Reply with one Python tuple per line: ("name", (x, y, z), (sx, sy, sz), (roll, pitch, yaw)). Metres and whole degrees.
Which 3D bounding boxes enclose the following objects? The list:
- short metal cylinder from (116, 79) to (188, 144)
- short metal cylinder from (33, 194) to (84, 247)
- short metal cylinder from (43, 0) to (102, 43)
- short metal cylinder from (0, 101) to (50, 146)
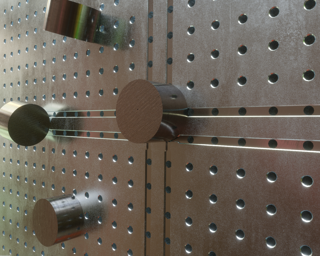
("short metal cylinder", (-0.011, -0.021, 0.403), (0.080, 0.050, 0.079), (0, 90, 40))
("short metal cylinder", (-0.178, 0.159, 0.541), (0.080, 0.050, 0.079), (0, 90, 40))
("short metal cylinder", (-0.138, -0.169, 0.487), (0.080, 0.081, 0.050), (26, 106, 37))
("short metal cylinder", (-0.259, -0.010, 0.588), (0.050, 0.081, 0.079), (13, 99, 39))
